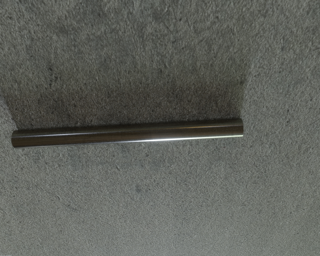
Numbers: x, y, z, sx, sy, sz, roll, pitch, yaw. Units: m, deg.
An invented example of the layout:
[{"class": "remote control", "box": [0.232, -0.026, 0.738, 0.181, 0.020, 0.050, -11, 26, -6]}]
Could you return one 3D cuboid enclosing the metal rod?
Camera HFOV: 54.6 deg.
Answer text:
[{"class": "metal rod", "box": [-0.044, 0.007, 0.412, 0.301, 0.025, 0.025, -3, 130, 2]}]
